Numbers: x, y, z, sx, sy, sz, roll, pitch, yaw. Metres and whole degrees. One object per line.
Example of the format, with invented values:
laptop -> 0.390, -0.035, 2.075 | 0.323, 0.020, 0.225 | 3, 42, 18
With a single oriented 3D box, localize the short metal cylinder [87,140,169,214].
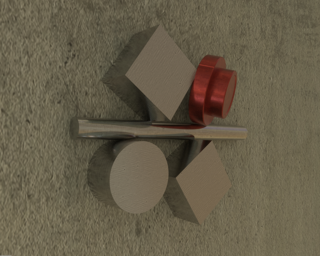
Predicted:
short metal cylinder -> -0.037, 0.054, 0.361 | 0.081, 0.050, 0.079 | 0, 90, -40

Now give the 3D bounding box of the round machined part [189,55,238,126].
round machined part -> 0.078, -0.050, 0.432 | 0.098, 0.042, 0.097 | 15, 91, -69

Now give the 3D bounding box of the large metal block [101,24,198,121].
large metal block -> -0.010, -0.064, 0.380 | 0.080, 0.050, 0.080 | 44, 63, -31

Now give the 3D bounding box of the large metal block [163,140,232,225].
large metal block -> 0.045, 0.072, 0.430 | 0.080, 0.050, 0.080 | -41, 115, -33

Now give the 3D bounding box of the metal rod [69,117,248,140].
metal rod -> 0.023, 0.004, 0.429 | 0.302, 0.025, 0.025 | 2, 89, -40
